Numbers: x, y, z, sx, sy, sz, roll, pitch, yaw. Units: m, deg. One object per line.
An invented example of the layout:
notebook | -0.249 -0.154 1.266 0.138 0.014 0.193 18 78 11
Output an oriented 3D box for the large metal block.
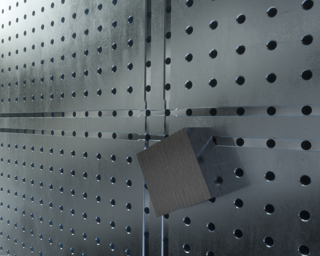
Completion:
large metal block | 0.028 0.052 0.369 0.080 0.050 0.080 -31 71 35
